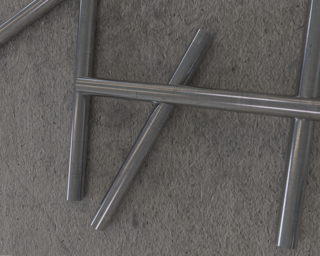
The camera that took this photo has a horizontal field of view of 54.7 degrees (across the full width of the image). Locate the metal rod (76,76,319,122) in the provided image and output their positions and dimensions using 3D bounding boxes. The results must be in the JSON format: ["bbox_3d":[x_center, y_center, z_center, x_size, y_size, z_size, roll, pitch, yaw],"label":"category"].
[{"bbox_3d":[0.034,-0.038,0.369,0.301,0.025,0.025,8,93,19],"label":"metal rod"}]

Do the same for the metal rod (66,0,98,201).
[{"bbox_3d":[-0.113,-0.045,0.448,0.025,0.025,0.298,5,92,20],"label":"metal rod"}]

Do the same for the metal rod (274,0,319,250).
[{"bbox_3d":[0.163,-0.013,0.351,0.025,0.025,0.298,8,93,20],"label":"metal rod"}]

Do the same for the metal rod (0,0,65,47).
[{"bbox_3d":[-0.176,-0.189,0.470,0.300,0.025,0.025,-27,81,18],"label":"metal rod"}]

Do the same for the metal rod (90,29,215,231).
[{"bbox_3d":[-0.015,0.010,0.414,0.025,0.025,0.299,33,100,17],"label":"metal rod"}]
